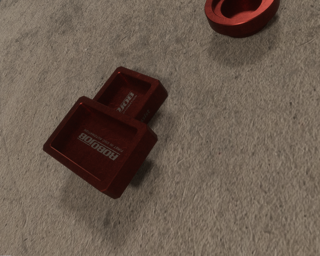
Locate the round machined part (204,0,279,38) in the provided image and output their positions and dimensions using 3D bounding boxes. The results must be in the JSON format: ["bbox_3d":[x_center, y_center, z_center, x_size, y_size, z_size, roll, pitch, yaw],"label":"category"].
[{"bbox_3d":[0.116,-0.166,0.433,0.098,0.042,0.098,-13,56,20],"label":"round machined part"}]

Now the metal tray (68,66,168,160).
[{"bbox_3d":[-0.061,-0.021,0.443,0.090,0.030,0.130,26,76,36],"label":"metal tray"}]

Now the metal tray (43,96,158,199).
[{"bbox_3d":[-0.078,0.019,0.389,0.130,0.030,0.090,24,74,36],"label":"metal tray"}]
